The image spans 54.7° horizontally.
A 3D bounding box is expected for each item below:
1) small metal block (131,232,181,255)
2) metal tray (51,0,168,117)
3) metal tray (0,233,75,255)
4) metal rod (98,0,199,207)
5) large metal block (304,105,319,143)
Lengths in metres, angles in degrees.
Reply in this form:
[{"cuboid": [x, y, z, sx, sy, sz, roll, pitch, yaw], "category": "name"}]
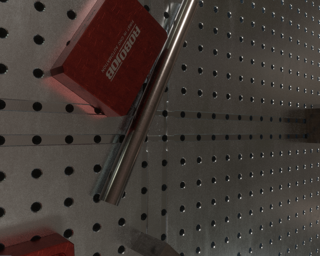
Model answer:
[{"cuboid": [0.000, 0.163, 0.395, 0.050, 0.050, 0.025, 51, 60, -28], "category": "small metal block"}, {"cuboid": [-0.053, -0.089, 0.363, 0.090, 0.030, 0.130, 39, 66, -33], "category": "metal tray"}, {"cuboid": [-0.129, 0.180, 0.299, 0.091, 0.030, 0.129, -4, 93, -40], "category": "metal tray"}, {"cuboid": [-0.008, -0.046, 0.404, 0.025, 0.025, 0.299, 34, 69, -35], "category": "metal rod"}, {"cuboid": [0.382, -0.012, 0.718, 0.081, 0.050, 0.079, -14, 99, -39], "category": "large metal block"}]
